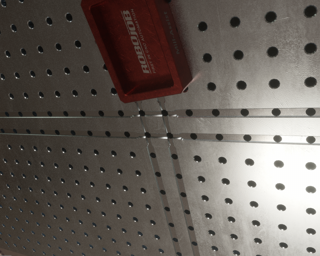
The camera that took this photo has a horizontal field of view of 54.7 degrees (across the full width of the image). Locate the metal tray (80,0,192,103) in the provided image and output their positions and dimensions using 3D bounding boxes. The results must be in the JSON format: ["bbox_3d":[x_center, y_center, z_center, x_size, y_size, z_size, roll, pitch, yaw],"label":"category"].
[{"bbox_3d":[-0.026,-0.098,0.359,0.090,0.030,0.129,-7,115,31],"label":"metal tray"}]
